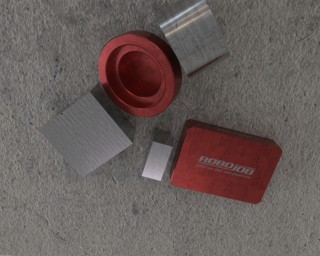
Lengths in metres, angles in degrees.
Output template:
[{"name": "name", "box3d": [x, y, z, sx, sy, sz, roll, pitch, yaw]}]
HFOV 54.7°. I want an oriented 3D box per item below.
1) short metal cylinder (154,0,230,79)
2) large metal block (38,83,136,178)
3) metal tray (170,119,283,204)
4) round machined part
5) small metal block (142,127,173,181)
[{"name": "short metal cylinder", "box3d": [0.035, -0.101, 0.343, 0.050, 0.080, 0.080, -29, 108, 9]}, {"name": "large metal block", "box3d": [-0.089, 0.002, 0.396, 0.080, 0.050, 0.080, -34, 107, 11]}, {"name": "metal tray", "box3d": [0.087, 0.047, 0.425, 0.131, 0.030, 0.089, 14, 109, -6]}, {"name": "round machined part", "box3d": [-0.019, -0.065, 0.363, 0.098, 0.042, 0.097, 14, 124, 21]}, {"name": "small metal block", "box3d": [-0.004, 0.033, 0.409, 0.025, 0.050, 0.050, 16, 109, -6]}]
